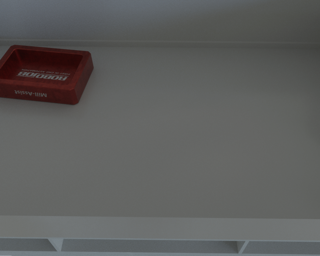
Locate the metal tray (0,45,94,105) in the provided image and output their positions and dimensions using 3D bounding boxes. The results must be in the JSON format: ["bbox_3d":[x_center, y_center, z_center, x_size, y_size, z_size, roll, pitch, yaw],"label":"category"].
[{"bbox_3d":[-0.177,-0.083,0.469,0.131,0.030,0.090,6,50,5],"label":"metal tray"}]
